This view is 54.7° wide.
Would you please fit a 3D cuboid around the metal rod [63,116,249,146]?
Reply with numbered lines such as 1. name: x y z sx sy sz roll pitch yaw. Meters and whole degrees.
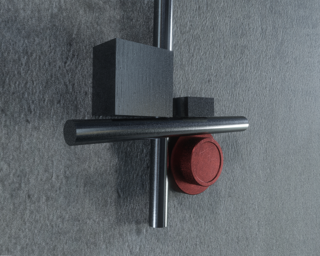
1. metal rod: 0.024 -0.001 0.396 0.302 0.025 0.025 -3 92 -44

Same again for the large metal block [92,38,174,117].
1. large metal block: -0.031 -0.053 0.364 0.081 0.050 0.079 1 90 -40

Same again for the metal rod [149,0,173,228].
1. metal rod: 0.001 -0.022 0.409 0.025 0.025 0.298 2 89 -40

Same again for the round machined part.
1. round machined part: 0.053 0.047 0.441 0.099 0.042 0.097 0 90 -40

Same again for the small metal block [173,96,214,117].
1. small metal block: 0.038 -0.028 0.425 0.050 0.050 0.025 -2 92 -40
